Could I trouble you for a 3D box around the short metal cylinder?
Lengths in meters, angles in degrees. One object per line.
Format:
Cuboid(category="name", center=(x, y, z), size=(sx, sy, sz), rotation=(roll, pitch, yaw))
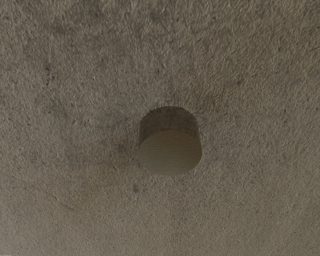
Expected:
Cuboid(category="short metal cylinder", center=(0.013, 0.017, 0.407), size=(0.081, 0.050, 0.079), rotation=(0, 130, 0))
